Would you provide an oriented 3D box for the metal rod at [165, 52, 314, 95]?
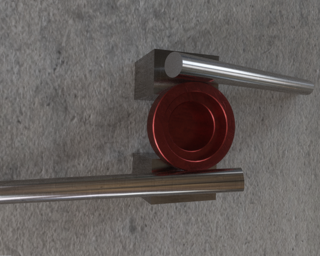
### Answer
[{"bbox_3d":[0.125,-0.063,0.401,0.302,0.025,0.025,-1,91,-42],"label":"metal rod"}]

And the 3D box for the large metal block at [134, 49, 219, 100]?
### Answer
[{"bbox_3d":[0.017,-0.061,0.388,0.081,0.080,0.050,1,90,-20],"label":"large metal block"}]

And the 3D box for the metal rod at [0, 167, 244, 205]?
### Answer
[{"bbox_3d":[-0.066,0.063,0.328,0.302,0.025,0.025,-4,92,2],"label":"metal rod"}]

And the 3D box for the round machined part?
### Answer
[{"bbox_3d":[0.032,-0.002,0.351,0.099,0.042,0.097,0,90,-21],"label":"round machined part"}]

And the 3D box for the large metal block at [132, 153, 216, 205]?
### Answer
[{"bbox_3d":[0.015,0.059,0.387,0.081,0.080,0.050,1,90,-20],"label":"large metal block"}]
